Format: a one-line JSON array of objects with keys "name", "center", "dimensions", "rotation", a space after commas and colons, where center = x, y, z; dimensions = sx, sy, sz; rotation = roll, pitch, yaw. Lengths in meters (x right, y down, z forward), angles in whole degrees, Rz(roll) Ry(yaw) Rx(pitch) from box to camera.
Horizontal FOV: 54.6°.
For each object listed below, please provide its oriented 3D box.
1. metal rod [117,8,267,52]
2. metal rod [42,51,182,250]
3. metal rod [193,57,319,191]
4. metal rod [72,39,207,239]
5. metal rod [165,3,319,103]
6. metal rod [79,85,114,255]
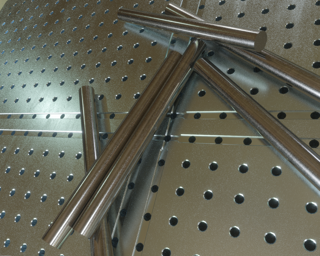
[{"name": "metal rod", "center": [0.026, -0.156, 0.471], "dimensions": [0.300, 0.025, 0.025], "rotation": [30, 78, 44]}, {"name": "metal rod", "center": [-0.049, 0.012, 0.405], "dimensions": [0.025, 0.025, 0.300], "rotation": [16, 63, 34]}, {"name": "metal rod", "center": [0.127, 0.006, 0.338], "dimensions": [0.025, 0.025, 0.300], "rotation": [-39, 51, 2]}, {"name": "metal rod", "center": [-0.015, -0.002, 0.401], "dimensions": [0.025, 0.025, 0.300], "rotation": [16, 65, 34]}, {"name": "metal rod", "center": [0.102, -0.115, 0.426], "dimensions": [0.025, 0.025, 0.300], "rotation": [-44, 51, -2]}, {"name": "metal rod", "center": [-0.090, 0.056, 0.422], "dimensions": [0.025, 0.025, 0.300], "rotation": [-25, 53, 13]}]
